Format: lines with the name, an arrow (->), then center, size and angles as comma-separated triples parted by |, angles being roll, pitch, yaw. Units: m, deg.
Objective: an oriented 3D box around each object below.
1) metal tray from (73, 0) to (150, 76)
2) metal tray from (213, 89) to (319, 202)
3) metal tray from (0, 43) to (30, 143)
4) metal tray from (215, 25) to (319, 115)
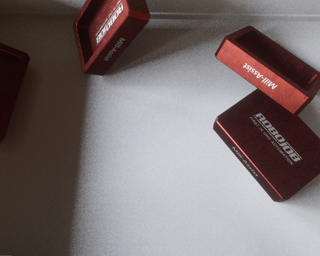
metal tray -> -0.070, -0.140, 0.408 | 0.030, 0.129, 0.090 | 0, 65, -39
metal tray -> 0.144, 0.017, 0.401 | 0.090, 0.030, 0.130 | -34, 74, -12
metal tray -> -0.234, -0.052, 0.400 | 0.091, 0.030, 0.130 | 20, 67, -30
metal tray -> 0.149, -0.082, 0.414 | 0.130, 0.030, 0.091 | 40, 42, 13
